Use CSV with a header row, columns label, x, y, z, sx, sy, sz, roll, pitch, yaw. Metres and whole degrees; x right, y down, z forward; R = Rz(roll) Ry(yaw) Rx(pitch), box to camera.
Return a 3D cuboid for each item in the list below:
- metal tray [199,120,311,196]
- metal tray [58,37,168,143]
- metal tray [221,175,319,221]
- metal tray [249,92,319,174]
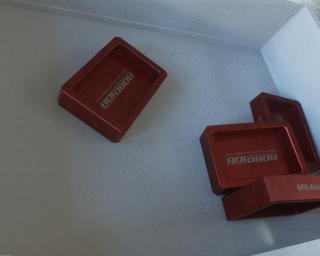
label,x,y,z,sx,sy,sz,roll,pitch,yaw
metal tray,0.129,0.039,0.428,0.131,0.030,0.090,-4,63,-13
metal tray,-0.057,-0.054,0.406,0.090,0.030,0.130,36,51,-5
metal tray,0.158,0.090,0.396,0.131,0.090,0.030,4,60,-27
metal tray,0.205,0.009,0.510,0.091,0.030,0.130,10,57,-23
